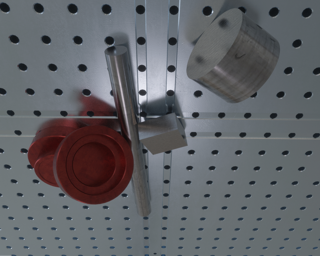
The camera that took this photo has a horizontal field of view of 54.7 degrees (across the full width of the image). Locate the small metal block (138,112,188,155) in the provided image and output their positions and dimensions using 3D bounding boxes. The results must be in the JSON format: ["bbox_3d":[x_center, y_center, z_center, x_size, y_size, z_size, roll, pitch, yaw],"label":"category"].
[{"bbox_3d":[0.004,0.009,0.409,0.050,0.025,0.050,-16,149,12],"label":"small metal block"}]

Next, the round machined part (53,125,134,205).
[{"bbox_3d":[-0.087,0.047,0.399,0.098,0.098,0.042,30,159,-23],"label":"round machined part"}]

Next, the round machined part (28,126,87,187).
[{"bbox_3d":[-0.137,0.048,0.440,0.099,0.042,0.097,0,130,0],"label":"round machined part"}]

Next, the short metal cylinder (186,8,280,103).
[{"bbox_3d":[0.072,-0.072,0.315,0.050,0.080,0.080,29,124,-22],"label":"short metal cylinder"}]

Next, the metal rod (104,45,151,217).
[{"bbox_3d":[-0.038,0.028,0.435,0.025,0.025,0.298,-3,130,2],"label":"metal rod"}]
